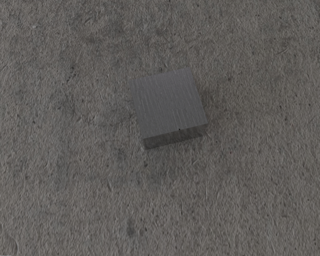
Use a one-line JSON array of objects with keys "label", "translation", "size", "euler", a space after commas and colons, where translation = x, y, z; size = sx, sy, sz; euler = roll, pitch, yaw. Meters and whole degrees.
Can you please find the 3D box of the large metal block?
[{"label": "large metal block", "translation": [0.009, -0.024, 0.404], "size": [0.080, 0.050, 0.080], "euler": [-13, 71, -5]}]
